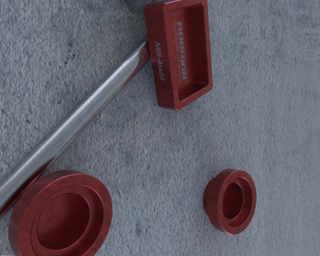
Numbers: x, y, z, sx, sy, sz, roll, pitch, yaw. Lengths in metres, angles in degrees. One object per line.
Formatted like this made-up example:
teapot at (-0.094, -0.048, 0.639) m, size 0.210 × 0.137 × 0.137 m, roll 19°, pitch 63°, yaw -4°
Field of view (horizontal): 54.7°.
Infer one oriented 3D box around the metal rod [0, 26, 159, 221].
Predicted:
metal rod at (-0.078, -0.021, 0.340) m, size 0.301 × 0.025 × 0.025 m, roll -52°, pitch 121°, yaw -27°

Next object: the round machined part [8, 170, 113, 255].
round machined part at (-0.099, 0.089, 0.306) m, size 0.099 × 0.042 × 0.097 m, roll -9°, pitch 102°, yaw -46°

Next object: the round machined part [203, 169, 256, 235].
round machined part at (0.106, 0.112, 0.485) m, size 0.099 × 0.042 × 0.097 m, roll 0°, pitch 90°, yaw -40°

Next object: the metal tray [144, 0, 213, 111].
metal tray at (0.029, -0.098, 0.402) m, size 0.091 × 0.030 × 0.129 m, roll -33°, pitch 125°, yaw -41°

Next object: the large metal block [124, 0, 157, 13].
large metal block at (-0.016, -0.202, 0.377) m, size 0.080 × 0.050 × 0.080 m, roll -47°, pitch 118°, yaw -30°
